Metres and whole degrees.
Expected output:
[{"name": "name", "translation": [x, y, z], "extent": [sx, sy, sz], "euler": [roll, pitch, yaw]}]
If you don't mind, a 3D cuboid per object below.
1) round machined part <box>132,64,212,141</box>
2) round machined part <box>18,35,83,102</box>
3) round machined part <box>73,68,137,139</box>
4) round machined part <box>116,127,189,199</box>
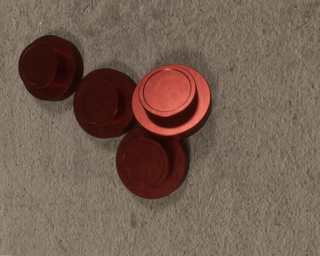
[{"name": "round machined part", "translation": [0.012, -0.037, 0.377], "extent": [0.098, 0.042, 0.098], "euler": [-4, 67, 11]}, {"name": "round machined part", "translation": [-0.167, -0.089, 0.457], "extent": [0.098, 0.042, 0.097], "euler": [0, 90, 19]}, {"name": "round machined part", "translation": [-0.079, -0.034, 0.427], "extent": [0.098, 0.042, 0.097], "euler": [0, 90, 19]}, {"name": "round machined part", "translation": [-0.014, 0.045, 0.404], "extent": [0.098, 0.042, 0.097], "euler": [0, 90, 19]}]
